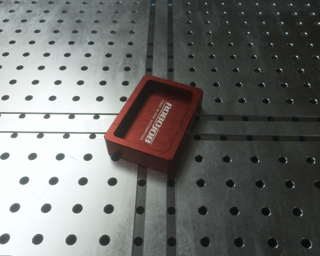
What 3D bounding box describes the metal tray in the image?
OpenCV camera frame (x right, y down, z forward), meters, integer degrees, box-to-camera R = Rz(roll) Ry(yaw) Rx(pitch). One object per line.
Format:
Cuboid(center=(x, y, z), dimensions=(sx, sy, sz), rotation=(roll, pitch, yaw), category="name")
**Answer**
Cuboid(center=(-0.004, -0.011, 0.414), dimensions=(0.090, 0.030, 0.130), rotation=(17, 52, 13), category="metal tray")
